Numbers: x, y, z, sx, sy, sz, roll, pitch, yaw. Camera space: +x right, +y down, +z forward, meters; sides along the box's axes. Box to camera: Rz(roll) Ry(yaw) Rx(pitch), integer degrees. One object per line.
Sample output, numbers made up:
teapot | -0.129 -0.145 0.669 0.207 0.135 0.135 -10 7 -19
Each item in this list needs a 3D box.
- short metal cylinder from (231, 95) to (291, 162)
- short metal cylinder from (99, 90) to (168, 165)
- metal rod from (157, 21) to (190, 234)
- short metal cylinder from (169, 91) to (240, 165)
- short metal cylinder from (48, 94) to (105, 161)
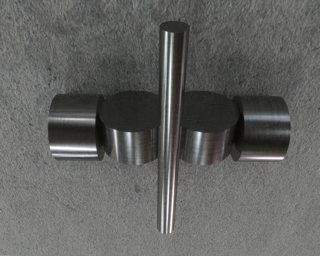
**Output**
short metal cylinder | 0.116 0.001 0.375 0.050 0.080 0.079 1 130 -1
short metal cylinder | -0.030 -0.002 0.371 0.081 0.080 0.050 1 130 -1
metal rod | 0.010 0.029 0.353 0.025 0.025 0.298 0 130 -1
short metal cylinder | 0.050 -0.002 0.371 0.081 0.080 0.050 1 130 -1
short metal cylinder | -0.095 -0.001 0.371 0.050 0.080 0.079 1 130 -1
